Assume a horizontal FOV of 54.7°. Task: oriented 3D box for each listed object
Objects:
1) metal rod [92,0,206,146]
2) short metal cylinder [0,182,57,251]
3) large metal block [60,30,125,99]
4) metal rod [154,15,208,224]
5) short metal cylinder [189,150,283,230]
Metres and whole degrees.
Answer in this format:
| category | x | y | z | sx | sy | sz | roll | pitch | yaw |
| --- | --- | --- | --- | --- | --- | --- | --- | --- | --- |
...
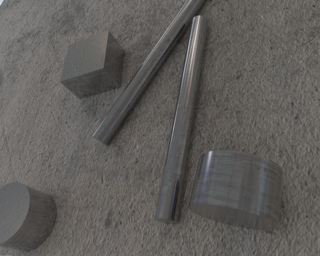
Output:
| category | x | y | z | sx | sy | sz | roll | pitch | yaw |
| --- | --- | --- | --- | --- | --- | --- | --- | --- | --- |
| metal rod | -0.007 | -0.105 | 0.471 | 0.025 | 0.025 | 0.300 | 23 | 74 | 36 |
| short metal cylinder | -0.187 | 0.119 | 0.413 | 0.080 | 0.050 | 0.080 | -13 | 56 | 21 |
| large metal block | -0.108 | -0.102 | 0.507 | 0.080 | 0.050 | 0.080 | -13 | 56 | 21 |
| metal rod | 0.034 | -0.030 | 0.404 | 0.025 | 0.025 | 0.300 | -3 | 60 | 27 |
| short metal cylinder | 0.072 | 0.060 | 0.294 | 0.080 | 0.080 | 0.050 | 2 | 63 | 29 |
